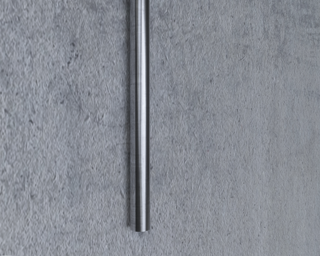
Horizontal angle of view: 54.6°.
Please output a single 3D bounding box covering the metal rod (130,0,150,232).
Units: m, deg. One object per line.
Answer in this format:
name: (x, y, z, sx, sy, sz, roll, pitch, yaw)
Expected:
metal rod: (-0.025, -0.025, 0.382, 0.025, 0.025, 0.298, 0, 90, -40)
